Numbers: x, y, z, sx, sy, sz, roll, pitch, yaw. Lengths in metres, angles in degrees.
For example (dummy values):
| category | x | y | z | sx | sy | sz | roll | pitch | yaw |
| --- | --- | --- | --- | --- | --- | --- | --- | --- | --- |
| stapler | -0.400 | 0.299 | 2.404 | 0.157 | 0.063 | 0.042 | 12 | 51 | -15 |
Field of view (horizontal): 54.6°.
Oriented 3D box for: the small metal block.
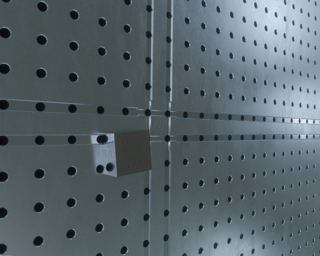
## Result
| category | x | y | z | sx | sy | sz | roll | pitch | yaw |
| --- | --- | --- | --- | --- | --- | --- | --- | --- | --- |
| small metal block | -0.039 | 0.029 | 0.376 | 0.050 | 0.025 | 0.050 | -6 | 94 | -40 |
